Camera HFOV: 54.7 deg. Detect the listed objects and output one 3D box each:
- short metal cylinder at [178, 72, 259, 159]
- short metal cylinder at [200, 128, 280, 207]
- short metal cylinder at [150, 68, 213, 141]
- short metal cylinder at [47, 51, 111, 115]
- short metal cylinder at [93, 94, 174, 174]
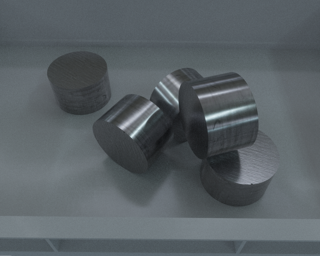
[{"bbox_3d":[0.056,-0.013,0.316,0.050,0.080,0.080,-13,52,-11],"label":"short metal cylinder"},{"bbox_3d":[0.089,0.042,0.355,0.081,0.050,0.080,0,50,0],"label":"short metal cylinder"},{"bbox_3d":[0.034,-0.029,0.394,0.081,0.080,0.050,-25,55,-20],"label":"short metal cylinder"},{"bbox_3d":[-0.113,-0.065,0.442,0.081,0.050,0.080,0,50,0],"label":"short metal cylinder"},{"bbox_3d":[-0.031,0.007,0.363,0.080,0.080,0.050,29,56,21],"label":"short metal cylinder"}]
